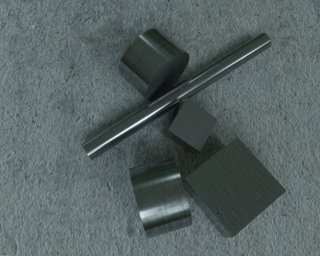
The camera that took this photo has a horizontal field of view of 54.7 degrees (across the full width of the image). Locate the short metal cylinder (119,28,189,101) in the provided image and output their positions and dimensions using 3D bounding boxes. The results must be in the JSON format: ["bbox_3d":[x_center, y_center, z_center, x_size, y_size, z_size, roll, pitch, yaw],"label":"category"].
[{"bbox_3d":[-0.007,-0.082,0.409,0.080,0.080,0.050,-43,76,-14],"label":"short metal cylinder"}]

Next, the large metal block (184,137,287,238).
[{"bbox_3d":[0.084,0.071,0.369,0.080,0.050,0.080,-36,74,-12],"label":"large metal block"}]

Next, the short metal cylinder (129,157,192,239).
[{"bbox_3d":[0.000,0.078,0.350,0.050,0.080,0.080,-15,71,-5],"label":"short metal cylinder"}]

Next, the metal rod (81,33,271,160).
[{"bbox_3d":[0.030,-0.049,0.426,0.301,0.025,0.025,-33,74,-12],"label":"metal rod"}]

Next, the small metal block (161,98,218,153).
[{"bbox_3d":[0.038,-0.003,0.400,0.050,0.025,0.050,34,72,-12],"label":"small metal block"}]
